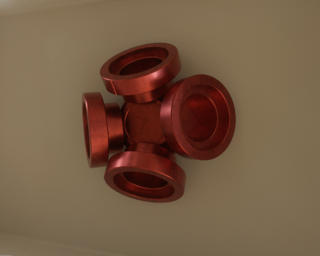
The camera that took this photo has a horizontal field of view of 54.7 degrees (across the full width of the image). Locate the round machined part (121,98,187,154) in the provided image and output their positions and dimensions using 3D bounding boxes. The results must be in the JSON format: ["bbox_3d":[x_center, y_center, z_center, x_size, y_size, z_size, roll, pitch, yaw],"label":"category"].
[{"bbox_3d":[-0.011,-0.006,0.402,0.098,0.042,0.097,0,90,19],"label":"round machined part"}]

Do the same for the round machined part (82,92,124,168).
[{"bbox_3d":[-0.075,0.002,0.405,0.042,0.098,0.097,-5,88,-18],"label":"round machined part"}]

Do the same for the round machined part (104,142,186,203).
[{"bbox_3d":[-0.016,0.054,0.384,0.098,0.098,0.042,-1,54,19],"label":"round machined part"}]

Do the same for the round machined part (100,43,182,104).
[{"bbox_3d":[-0.021,-0.066,0.386,0.098,0.098,0.042,-4,127,19],"label":"round machined part"}]

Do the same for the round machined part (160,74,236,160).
[{"bbox_3d":[0.040,-0.012,0.366,0.042,0.099,0.097,-4,89,55],"label":"round machined part"}]
